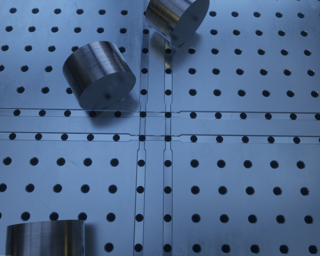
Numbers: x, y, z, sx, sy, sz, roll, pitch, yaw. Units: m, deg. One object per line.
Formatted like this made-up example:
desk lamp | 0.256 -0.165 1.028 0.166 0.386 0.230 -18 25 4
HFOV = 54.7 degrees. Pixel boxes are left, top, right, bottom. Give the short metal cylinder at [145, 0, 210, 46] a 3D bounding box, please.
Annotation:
short metal cylinder | 0.025 -0.165 0.443 0.050 0.080 0.080 42 75 13

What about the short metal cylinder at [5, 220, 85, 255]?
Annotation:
short metal cylinder | -0.122 0.129 0.334 0.081 0.080 0.050 -5 70 -2

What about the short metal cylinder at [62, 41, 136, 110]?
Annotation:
short metal cylinder | -0.079 -0.067 0.406 0.080 0.080 0.050 -28 73 -10
